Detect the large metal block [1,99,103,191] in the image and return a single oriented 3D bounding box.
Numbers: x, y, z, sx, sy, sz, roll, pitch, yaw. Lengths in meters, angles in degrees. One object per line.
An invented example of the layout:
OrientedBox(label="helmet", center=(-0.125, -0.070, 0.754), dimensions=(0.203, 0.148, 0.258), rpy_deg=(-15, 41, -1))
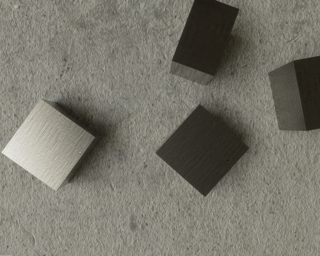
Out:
OrientedBox(label="large metal block", center=(-0.134, 0.020, 0.396), dimensions=(0.080, 0.050, 0.080), rpy_deg=(36, 90, 0))

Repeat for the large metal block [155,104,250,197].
OrientedBox(label="large metal block", center=(0.051, 0.027, 0.398), dimensions=(0.080, 0.050, 0.080), rpy_deg=(42, 90, 0))

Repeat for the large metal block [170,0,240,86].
OrientedBox(label="large metal block", center=(0.051, -0.103, 0.383), dimensions=(0.050, 0.080, 0.080), rpy_deg=(20, 90, 0))

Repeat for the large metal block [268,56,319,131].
OrientedBox(label="large metal block", center=(0.180, -0.041, 0.384), dimensions=(0.050, 0.080, 0.080), rpy_deg=(-11, 90, 0))
